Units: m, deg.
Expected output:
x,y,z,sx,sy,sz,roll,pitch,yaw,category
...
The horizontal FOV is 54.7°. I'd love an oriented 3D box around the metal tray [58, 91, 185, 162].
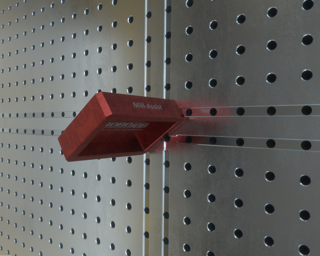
x,y,z,sx,sy,sz,roll,pitch,yaw,category
-0.042,0.001,0.373,0.090,0.131,0.030,-42,65,32,metal tray
